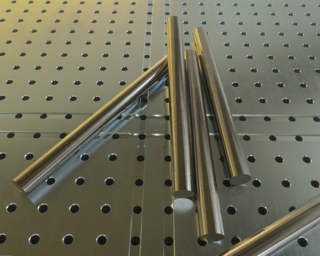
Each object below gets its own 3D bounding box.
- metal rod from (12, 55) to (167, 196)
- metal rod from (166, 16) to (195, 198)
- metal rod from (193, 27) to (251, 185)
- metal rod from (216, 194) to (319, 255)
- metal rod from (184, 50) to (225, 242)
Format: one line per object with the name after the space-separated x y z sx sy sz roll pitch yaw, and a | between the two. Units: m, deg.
-0.066 -0.023 0.426 0.025 0.025 0.301 30 56 23 | metal rod
0.024 -0.050 0.429 0.025 0.025 0.299 0 56 -1 | metal rod
0.082 -0.055 0.454 0.025 0.025 0.300 -3 50 -3 | metal rod
0.149 0.098 0.327 0.302 0.025 0.025 -22 54 -18 | metal rod
0.051 -0.003 0.410 0.025 0.025 0.300 0 50 -1 | metal rod
